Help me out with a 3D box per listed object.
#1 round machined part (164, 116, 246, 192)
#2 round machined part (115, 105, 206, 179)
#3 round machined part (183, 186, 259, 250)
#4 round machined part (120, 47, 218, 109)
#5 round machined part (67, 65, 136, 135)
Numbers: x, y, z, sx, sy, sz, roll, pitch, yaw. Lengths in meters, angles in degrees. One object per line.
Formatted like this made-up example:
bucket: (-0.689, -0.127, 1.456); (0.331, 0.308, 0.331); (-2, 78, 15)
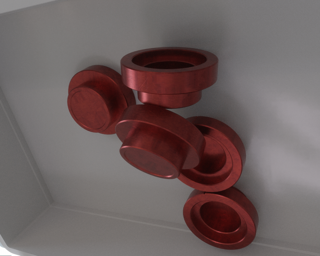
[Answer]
round machined part: (0.057, 0.028, 0.385); (0.098, 0.042, 0.097); (13, 124, 21)
round machined part: (-0.004, 0.021, 0.333); (0.098, 0.042, 0.098); (19, 154, 10)
round machined part: (0.085, 0.115, 0.424); (0.098, 0.042, 0.097); (13, 124, 21)
round machined part: (0.010, -0.052, 0.323); (0.098, 0.098, 0.042); (11, 120, 22)
round machined part: (-0.086, -0.033, 0.423); (0.098, 0.042, 0.097); (13, 124, 21)
